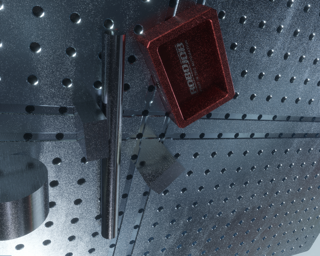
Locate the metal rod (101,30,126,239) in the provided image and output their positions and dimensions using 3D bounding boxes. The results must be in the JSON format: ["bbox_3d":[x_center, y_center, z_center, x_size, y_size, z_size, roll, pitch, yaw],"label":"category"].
[{"bbox_3d":[-0.062,0.029,0.396,0.025,0.025,0.298,-9,122,-24],"label":"metal rod"}]

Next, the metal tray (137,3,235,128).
[{"bbox_3d":[0.038,-0.073,0.385,0.090,0.030,0.130,-31,129,-9],"label":"metal tray"}]

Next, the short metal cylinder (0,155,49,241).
[{"bbox_3d":[-0.162,0.072,0.332,0.081,0.080,0.050,-6,121,-26],"label":"short metal cylinder"}]

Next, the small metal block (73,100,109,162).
[{"bbox_3d":[-0.079,0.002,0.354,0.025,0.050,0.050,-12,124,-22],"label":"small metal block"}]

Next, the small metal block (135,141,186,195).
[{"bbox_3d":[0.000,0.054,0.430,0.050,0.050,0.025,-44,130,2],"label":"small metal block"}]
